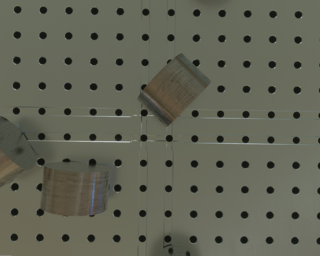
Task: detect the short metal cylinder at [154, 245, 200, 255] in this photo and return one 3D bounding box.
[{"bbox_3d":[0.023,0.201,0.401,0.081,0.050,0.079,0,90,0],"label":"short metal cylinder"}]

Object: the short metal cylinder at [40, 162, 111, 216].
[{"bbox_3d":[-0.104,0.073,0.385,0.080,0.080,0.050,6,90,0],"label":"short metal cylinder"}]

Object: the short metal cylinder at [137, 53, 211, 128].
[{"bbox_3d":[0.018,-0.046,0.386,0.050,0.080,0.080,44,90,0],"label":"short metal cylinder"}]

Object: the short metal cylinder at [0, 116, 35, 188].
[{"bbox_3d":[-0.203,0.031,0.384,0.050,0.080,0.080,-33,90,0],"label":"short metal cylinder"}]
